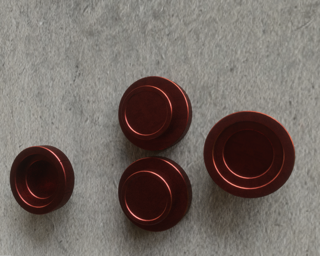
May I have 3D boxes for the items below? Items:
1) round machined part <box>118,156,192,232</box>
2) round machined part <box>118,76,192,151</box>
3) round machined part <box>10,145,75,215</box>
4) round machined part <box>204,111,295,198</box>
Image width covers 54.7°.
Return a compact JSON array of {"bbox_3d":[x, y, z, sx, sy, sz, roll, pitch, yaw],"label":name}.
[{"bbox_3d":[-0.011,0.087,0.403,0.098,0.042,0.097,0,90,19],"label":"round machined part"},{"bbox_3d":[-0.011,-0.019,0.403,0.098,0.042,0.097,0,90,19],"label":"round machined part"},{"bbox_3d":[-0.167,0.074,0.457,0.098,0.042,0.097,0,90,19],"label":"round machined part"},{"bbox_3d":[0.104,0.029,0.363,0.098,0.042,0.097,0,90,19],"label":"round machined part"}]
